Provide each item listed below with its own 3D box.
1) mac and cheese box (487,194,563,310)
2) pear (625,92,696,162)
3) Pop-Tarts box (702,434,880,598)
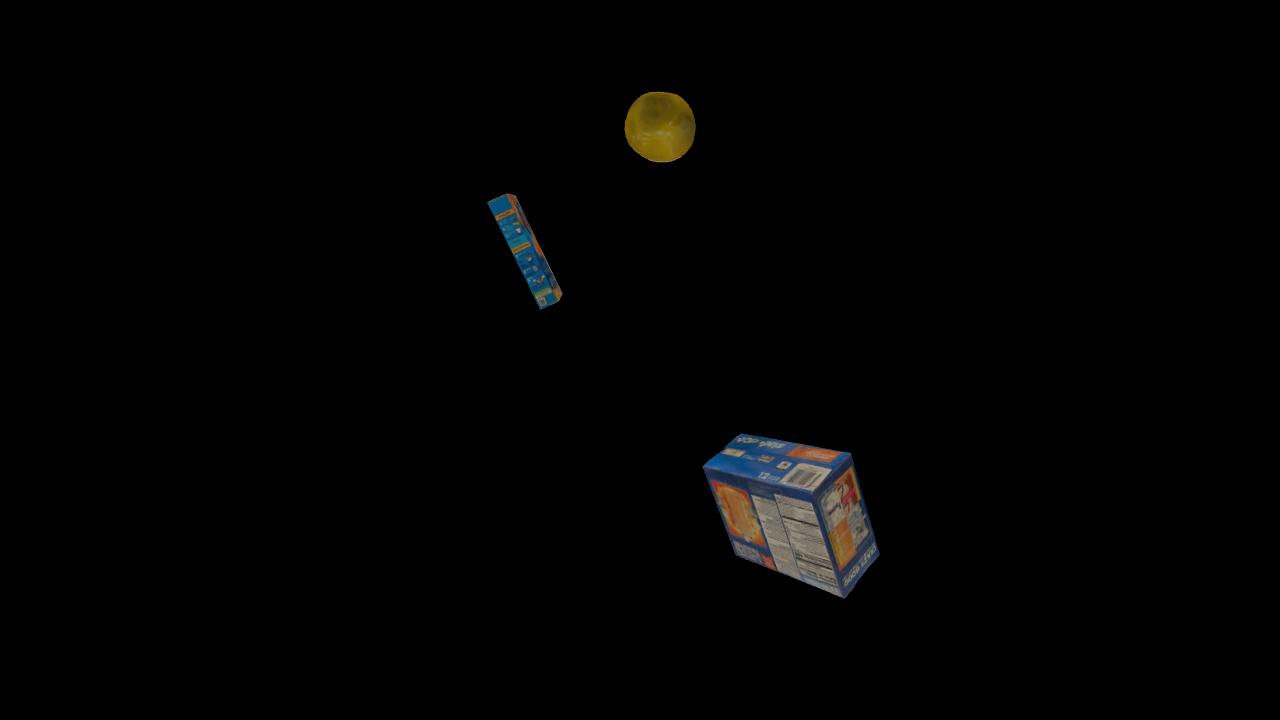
[{"bbox_3d":[-0.184,-0.178,1.006,0.041,0.184,0.093,-24,14,4],"label":"mac and cheese box"},{"bbox_3d":[0.029,-0.257,0.713,0.080,0.080,0.111,0,-9,16],"label":"pear"},{"bbox_3d":[0.176,0.176,0.729,0.083,0.141,0.167,-31,19,-31],"label":"Pop-Tarts box"}]
